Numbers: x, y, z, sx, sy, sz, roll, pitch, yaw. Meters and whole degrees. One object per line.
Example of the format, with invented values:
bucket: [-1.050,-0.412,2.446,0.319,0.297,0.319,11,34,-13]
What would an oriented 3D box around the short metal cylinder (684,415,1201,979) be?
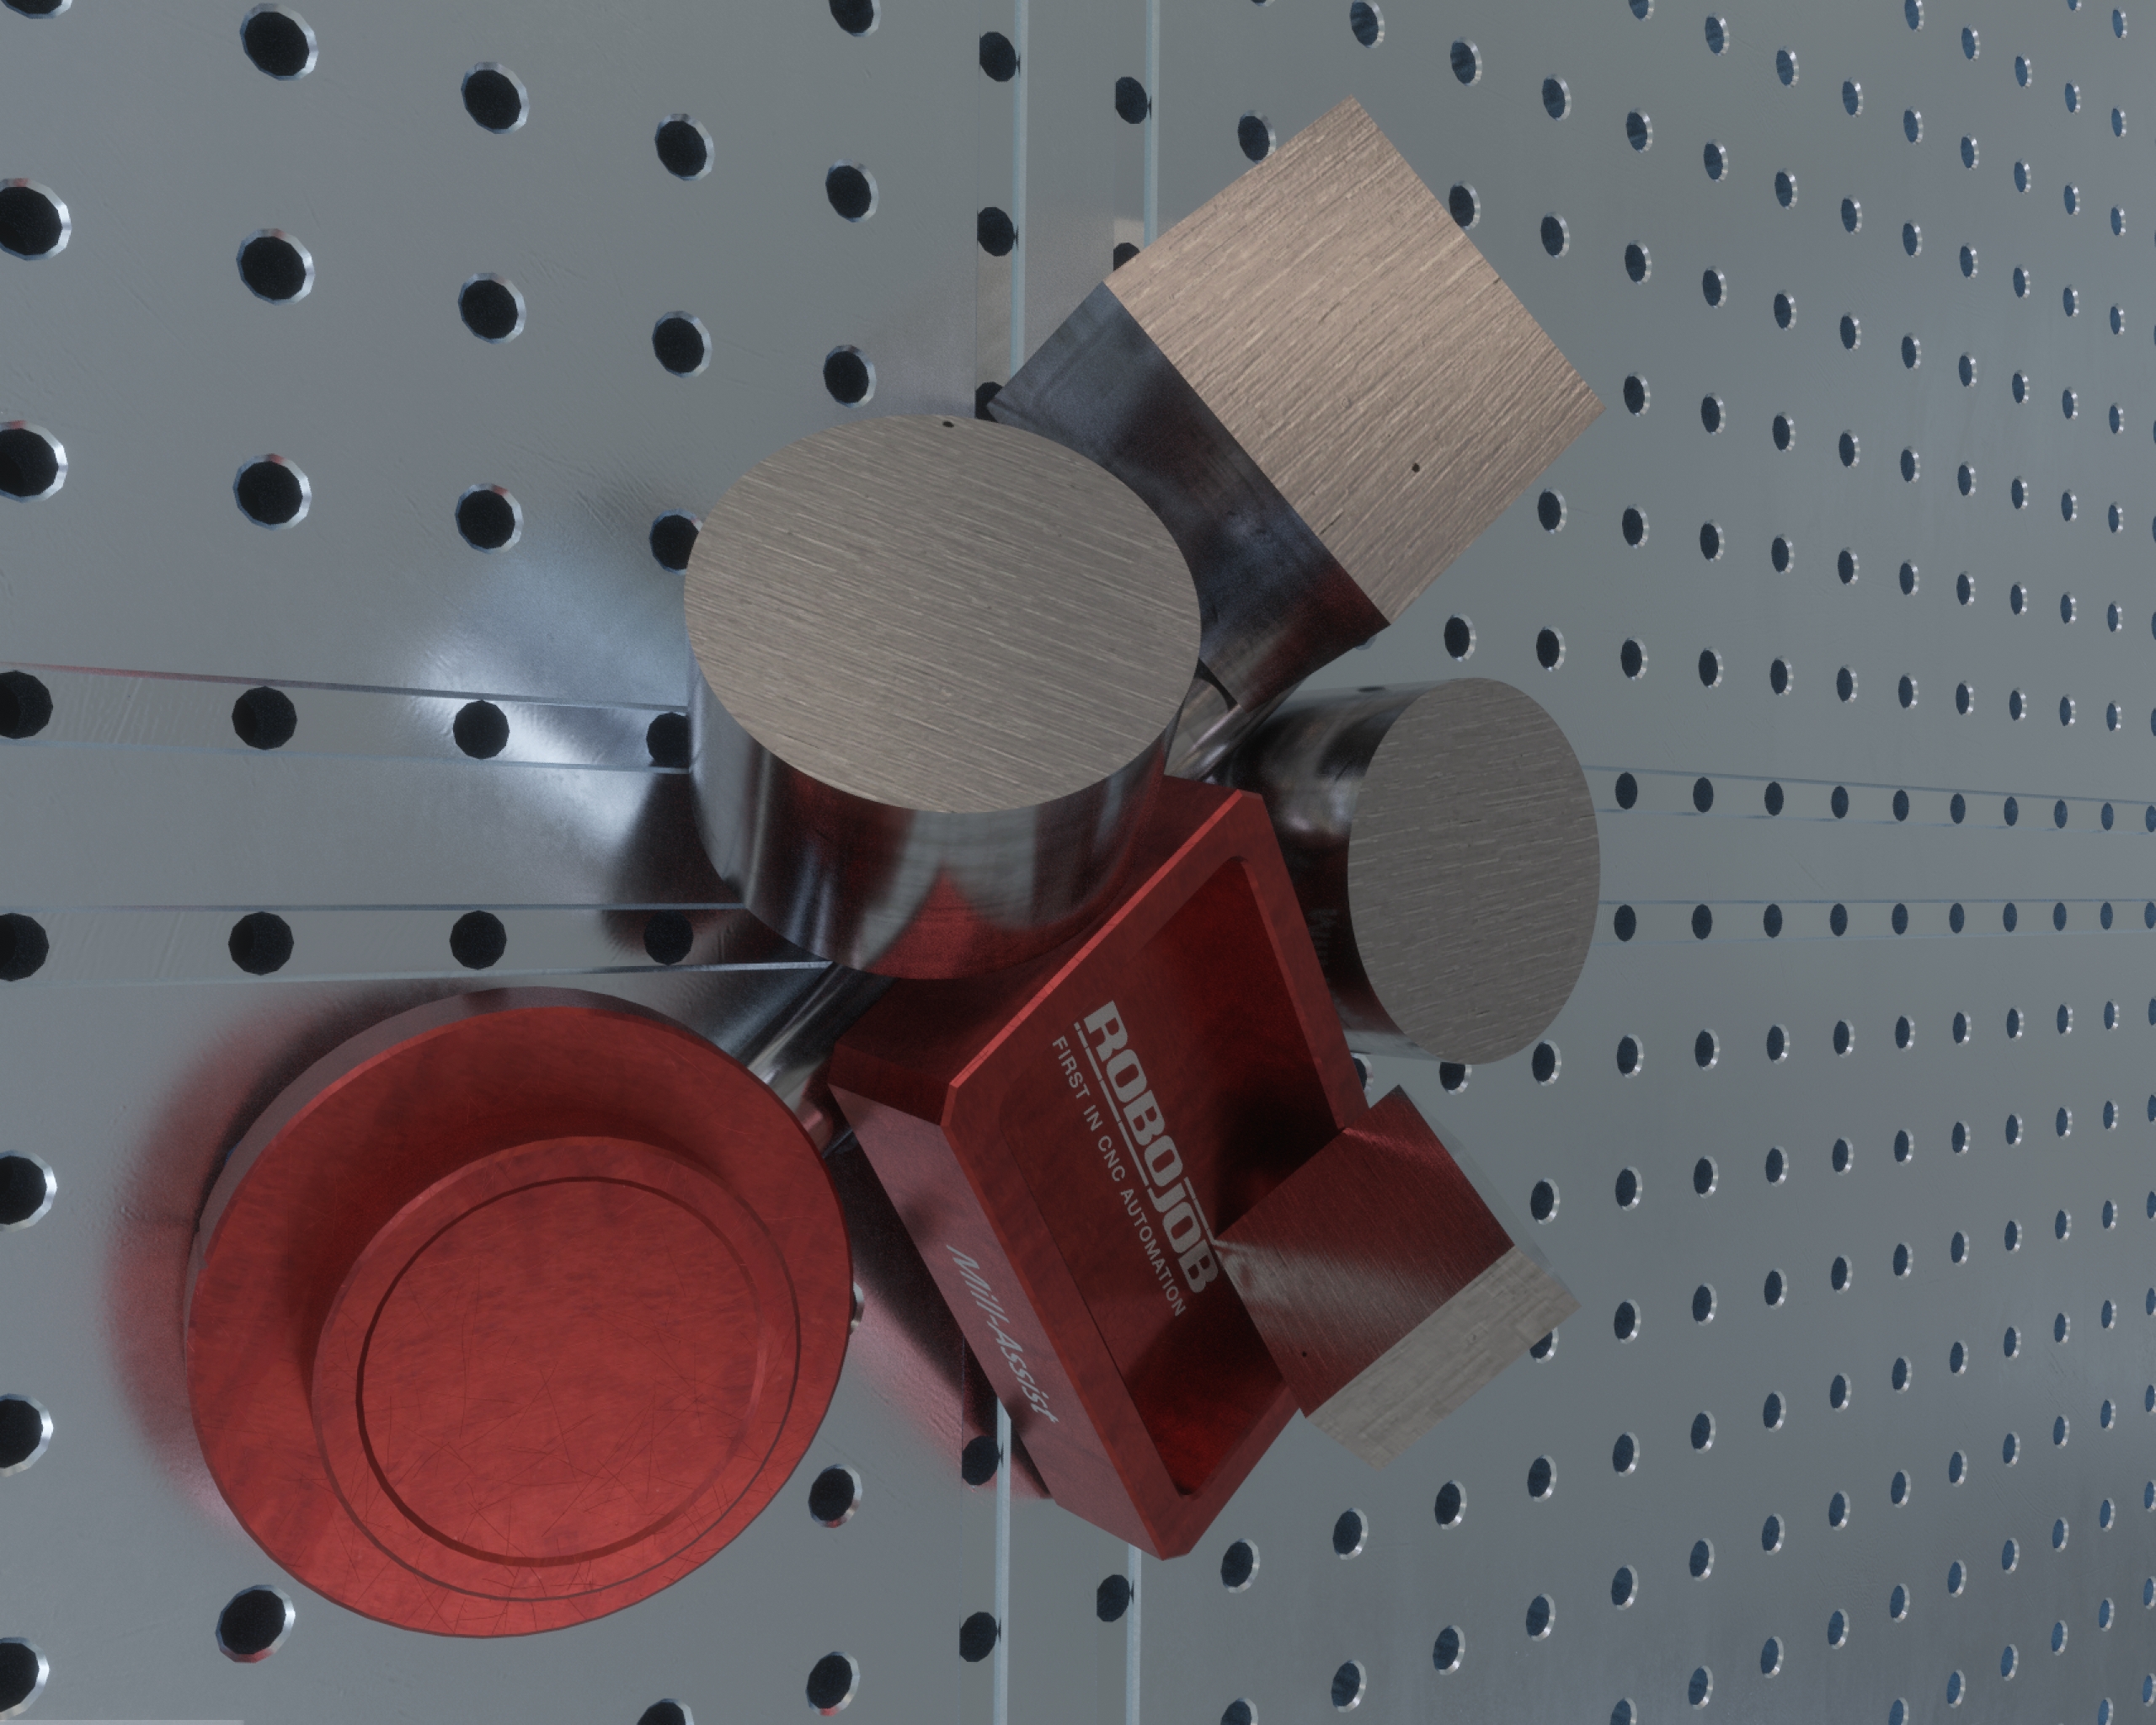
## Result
short metal cylinder: [-0.024,-0.028,0.346,0.081,0.050,0.080,5,57,-7]

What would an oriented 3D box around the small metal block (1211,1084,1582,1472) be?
small metal block: [0.061,0.080,0.406,0.050,0.050,0.025,-42,124,8]

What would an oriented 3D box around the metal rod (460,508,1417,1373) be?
metal rod: [0.000,-0.009,0.412,0.301,0.025,0.025,-45,117,-30]

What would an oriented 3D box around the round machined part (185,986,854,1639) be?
round machined part: [-0.081,0.070,0.314,0.099,0.042,0.097,-3,97,-24]

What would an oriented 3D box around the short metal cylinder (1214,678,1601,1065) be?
short metal cylinder: [0.067,0.002,0.448,0.081,0.050,0.079,0,90,-40]

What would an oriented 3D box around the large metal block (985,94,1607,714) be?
large metal block: [0.044,-0.090,0.414,0.080,0.050,0.080,49,59,-6]

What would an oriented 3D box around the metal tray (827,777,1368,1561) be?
metal tray: [0.015,0.058,0.400,0.090,0.030,0.129,-45,130,-30]
